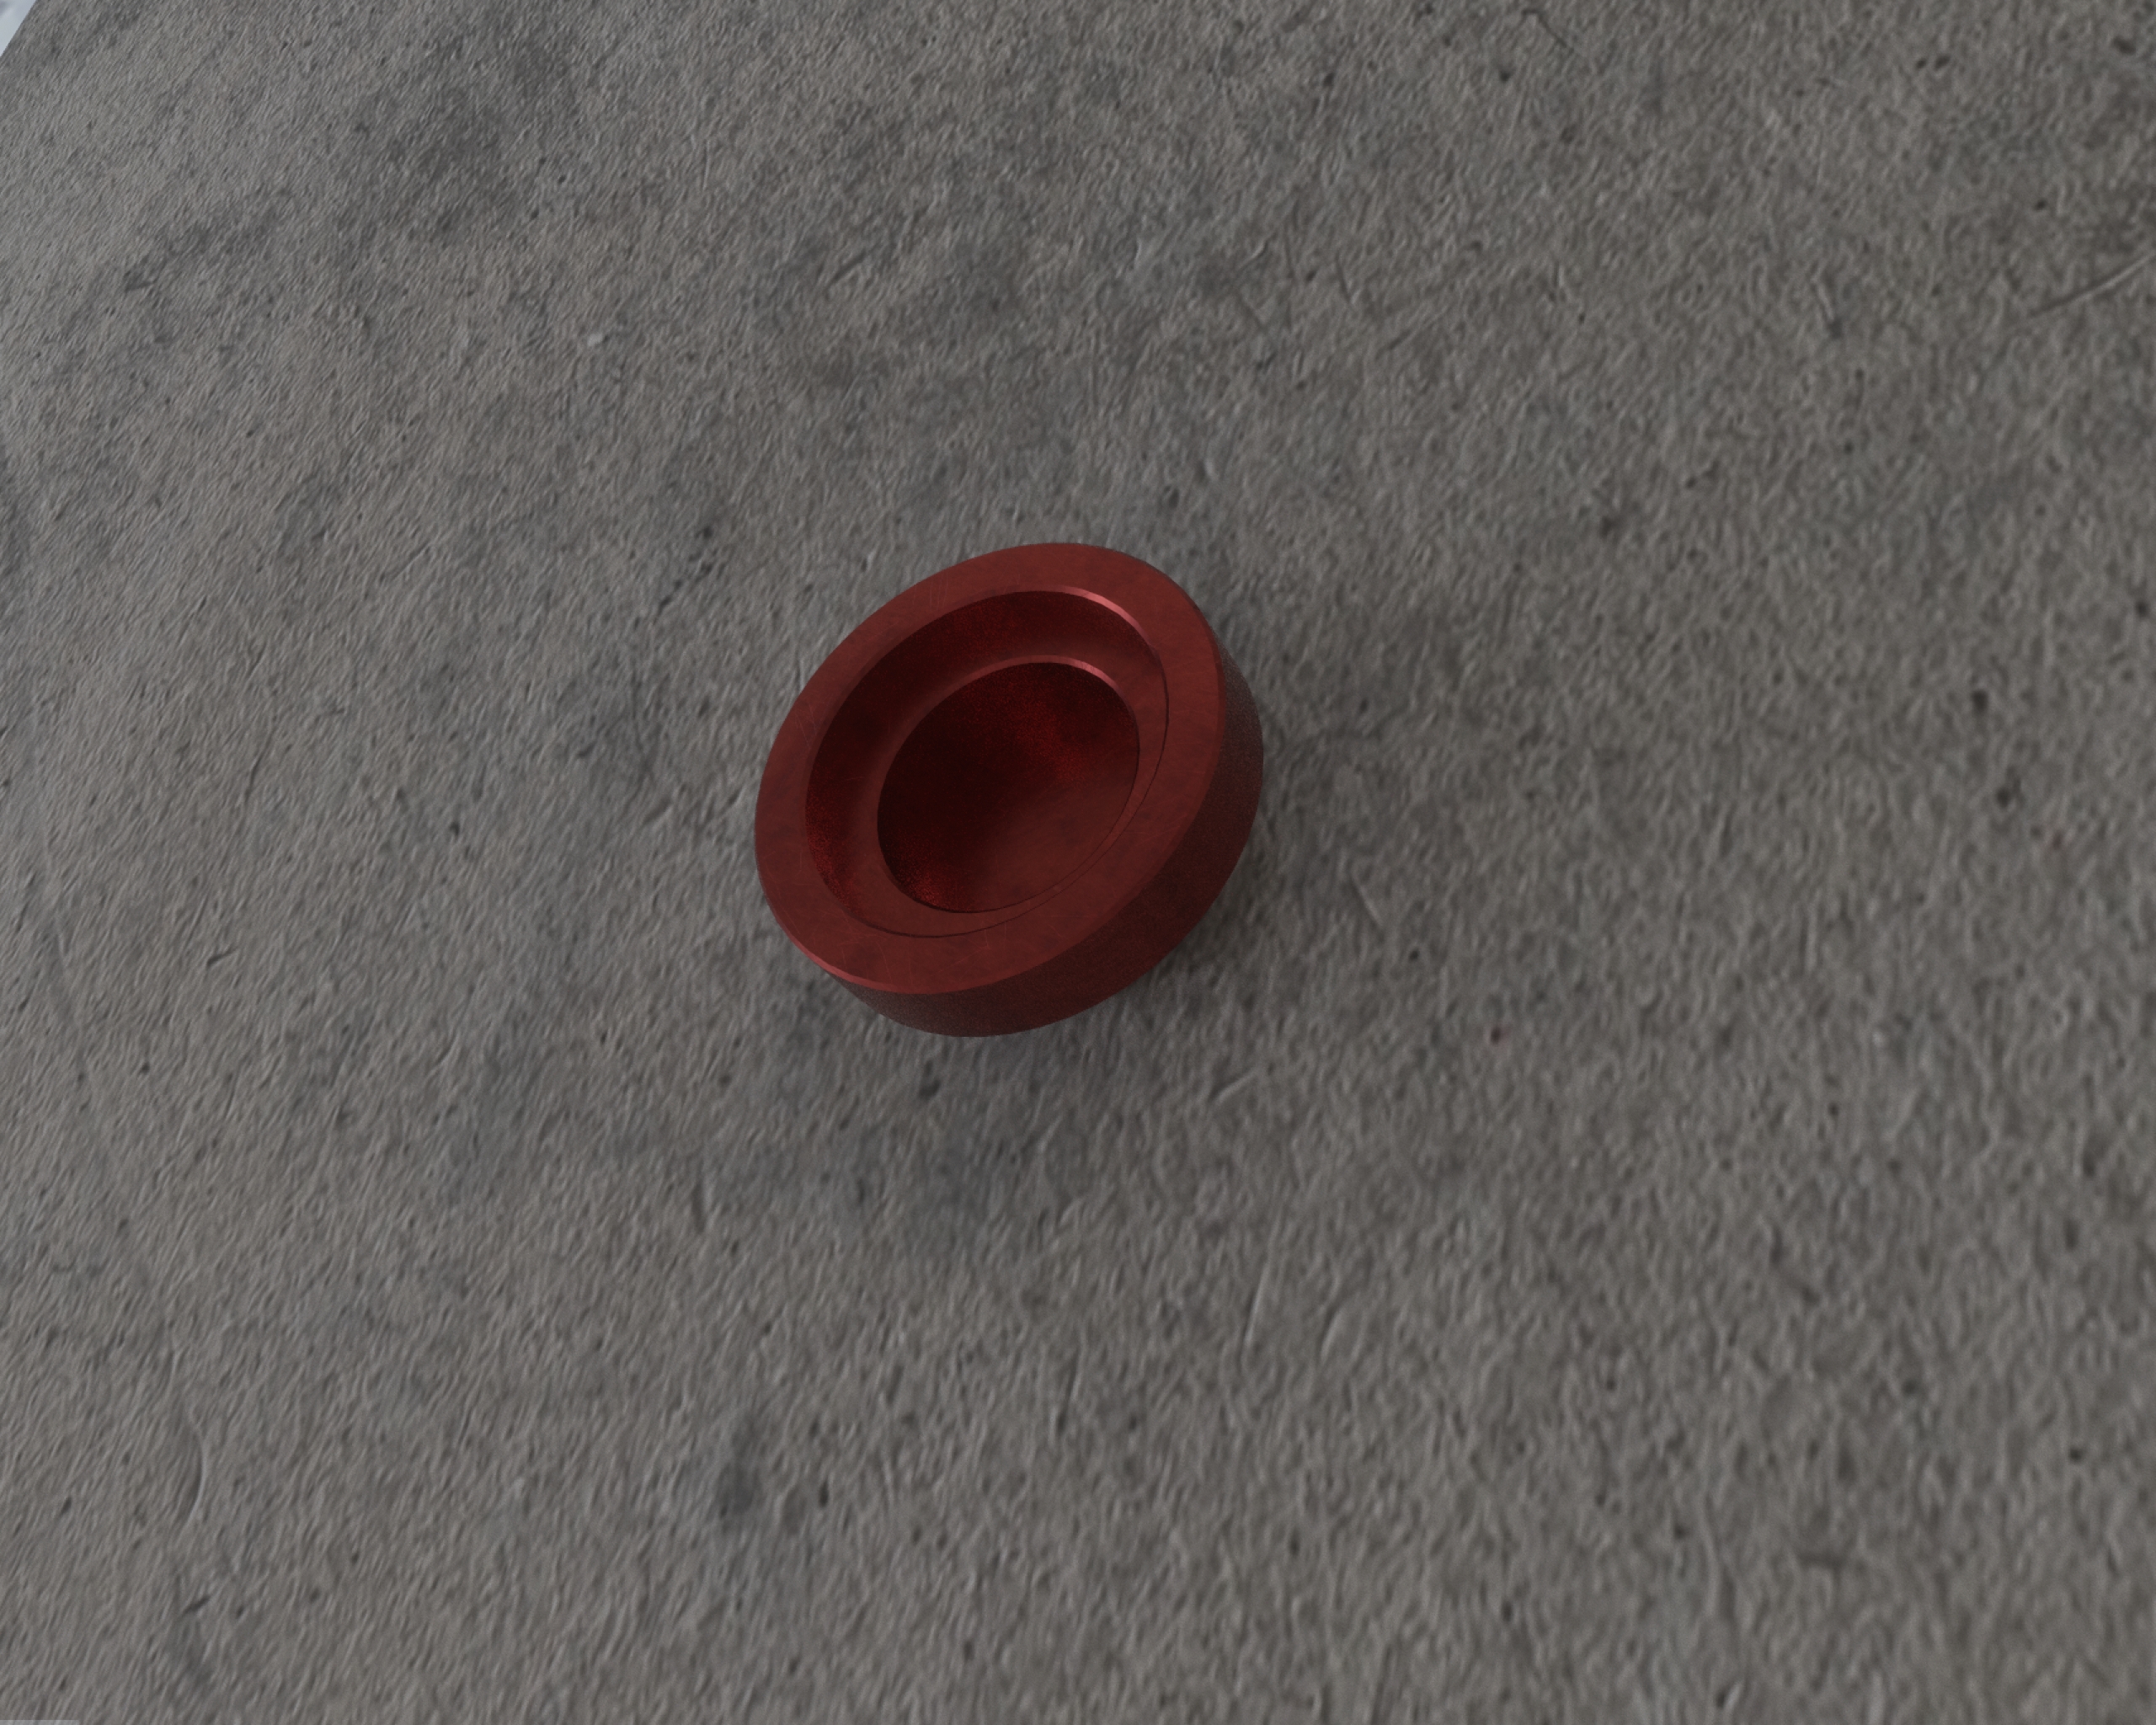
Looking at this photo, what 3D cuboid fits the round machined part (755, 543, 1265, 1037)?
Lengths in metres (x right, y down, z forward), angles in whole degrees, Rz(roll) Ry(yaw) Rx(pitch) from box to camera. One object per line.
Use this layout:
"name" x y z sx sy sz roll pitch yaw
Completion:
"round machined part" -0.010 -0.010 0.405 0.098 0.042 0.098 -13 56 21
